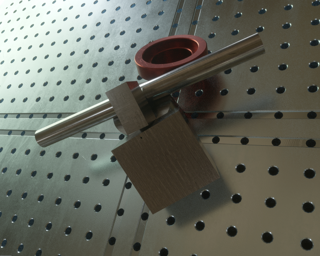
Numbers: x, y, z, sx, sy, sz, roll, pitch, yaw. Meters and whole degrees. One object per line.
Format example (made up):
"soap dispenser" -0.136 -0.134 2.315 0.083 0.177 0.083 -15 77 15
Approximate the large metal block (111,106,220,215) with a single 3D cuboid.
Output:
"large metal block" 0.007 0.032 0.338 0.080 0.050 0.080 -31 97 8

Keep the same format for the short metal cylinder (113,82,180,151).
"short metal cylinder" -0.013 -0.014 0.406 0.080 0.050 0.080 -13 56 20

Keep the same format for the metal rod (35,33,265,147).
"metal rod" -0.024 -0.040 0.379 0.301 0.025 0.025 -22 54 14

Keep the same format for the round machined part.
"round machined part" 0.018 -0.088 0.426 0.098 0.042 0.098 -9 37 7

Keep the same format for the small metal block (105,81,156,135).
"small metal block" -0.030 -0.024 0.343 0.025 0.050 0.050 -26 95 12
